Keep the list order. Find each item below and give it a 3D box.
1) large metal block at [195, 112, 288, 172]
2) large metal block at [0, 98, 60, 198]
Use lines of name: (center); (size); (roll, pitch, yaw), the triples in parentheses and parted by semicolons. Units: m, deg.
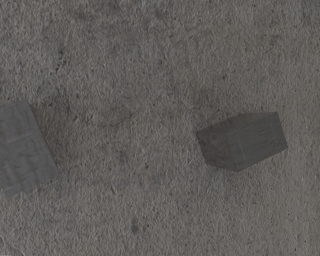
large metal block: (0.107, 0.016, 0.419); (0.081, 0.080, 0.050); (-21, 97, -19)
large metal block: (-0.147, 0.018, 0.325); (0.050, 0.080, 0.080); (-24, 98, -18)
